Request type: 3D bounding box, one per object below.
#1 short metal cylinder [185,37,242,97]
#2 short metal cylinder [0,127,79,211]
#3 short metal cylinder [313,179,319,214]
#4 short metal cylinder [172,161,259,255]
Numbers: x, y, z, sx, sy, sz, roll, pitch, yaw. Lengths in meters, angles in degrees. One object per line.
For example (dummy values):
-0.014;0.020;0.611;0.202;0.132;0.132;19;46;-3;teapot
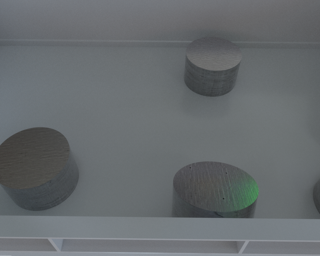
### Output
0.078;-0.093;0.467;0.080;0.050;0.080;0;50;0;short metal cylinder
-0.137;0.045;0.350;0.080;0.050;0.080;0;50;0;short metal cylinder
0.215;0.070;0.331;0.080;0.050;0.080;0;50;0;short metal cylinder
0.052;0.076;0.307;0.081;0.050;0.080;1;26;0;short metal cylinder
